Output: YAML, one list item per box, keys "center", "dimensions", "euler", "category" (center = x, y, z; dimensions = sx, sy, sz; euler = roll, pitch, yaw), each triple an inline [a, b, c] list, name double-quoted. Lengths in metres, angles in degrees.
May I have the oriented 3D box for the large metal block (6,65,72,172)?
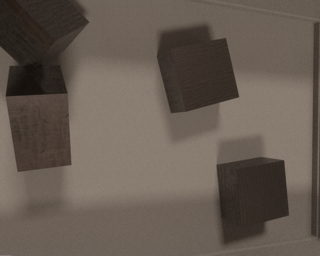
- center: [-0.124, -0.014, 0.321]
  dimensions: [0.050, 0.080, 0.079]
  euler: [-6, 121, -20]
  category: "large metal block"

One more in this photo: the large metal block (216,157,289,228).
- center: [0.134, 0.089, 0.449]
  dimensions: [0.081, 0.050, 0.079]
  euler: [-7, 93, -20]
  category: "large metal block"

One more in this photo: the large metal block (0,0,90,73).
- center: [-0.134, -0.116, 0.325]
  dimensions: [0.050, 0.080, 0.080]
  euler: [-37, 107, 29]
  category: "large metal block"

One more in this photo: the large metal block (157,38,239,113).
- center: [0.051, -0.069, 0.417]
  dimensions: [0.081, 0.050, 0.080]
  euler: [-16, 96, -20]
  category: "large metal block"
